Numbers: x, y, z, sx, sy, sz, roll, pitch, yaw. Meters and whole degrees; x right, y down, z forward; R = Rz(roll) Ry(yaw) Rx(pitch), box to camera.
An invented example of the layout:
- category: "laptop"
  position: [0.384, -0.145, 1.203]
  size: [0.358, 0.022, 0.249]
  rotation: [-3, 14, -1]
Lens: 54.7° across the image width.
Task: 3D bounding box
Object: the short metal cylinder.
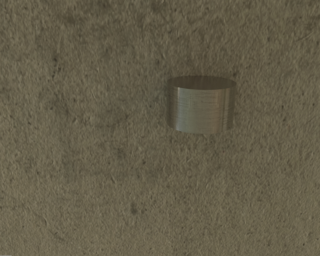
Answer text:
- category: "short metal cylinder"
  position: [0.048, -0.030, 0.370]
  size: [0.081, 0.080, 0.050]
  rotation: [0, 110, -1]
